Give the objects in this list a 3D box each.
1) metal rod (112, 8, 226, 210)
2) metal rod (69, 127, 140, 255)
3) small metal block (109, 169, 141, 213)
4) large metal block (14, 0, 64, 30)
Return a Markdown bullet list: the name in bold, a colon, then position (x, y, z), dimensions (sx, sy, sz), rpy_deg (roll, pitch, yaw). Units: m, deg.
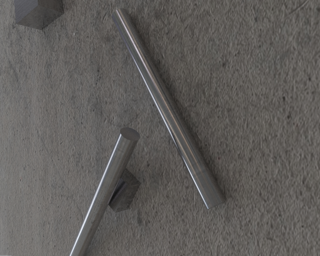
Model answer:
- **metal rod**: position (0.003, -0.039, 0.402), dimensions (0.025, 0.025, 0.299), rpy_deg (-39, 66, 33)
- **metal rod**: position (-0.093, 0.121, 0.452), dimensions (0.025, 0.025, 0.298), rpy_deg (47, 127, 30)
- **small metal block**: position (-0.062, 0.087, 0.456), dimensions (0.050, 0.025, 0.050), rpy_deg (40, 114, 32)
- **large metal block**: position (-0.228, -0.241, 0.577), dimensions (0.080, 0.050, 0.080), rpy_deg (-14, 81, 39)
